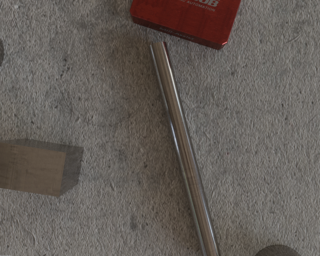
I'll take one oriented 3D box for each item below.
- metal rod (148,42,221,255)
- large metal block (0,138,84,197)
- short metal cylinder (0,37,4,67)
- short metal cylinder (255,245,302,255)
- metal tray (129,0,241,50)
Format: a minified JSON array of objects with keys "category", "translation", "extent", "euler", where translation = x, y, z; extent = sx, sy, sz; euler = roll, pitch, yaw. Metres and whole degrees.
[{"category":"metal rod","translation":[0.034,0.035,0.410],"extent":[0.025,0.025,0.298],"euler":[-14,90,0]},{"category":"large metal block","translation":[-0.147,0.045,0.381],"extent":[0.080,0.080,0.050],"euler":[9,90,0]},{"category":"short metal cylinder","translation":[-0.252,-0.102,0.395],"extent":[0.081,0.050,0.079],"euler":[0,90,0]},{"category":"short metal cylinder","translation":[0.161,0.200,0.399],"extent":[0.081,0.050,0.079],"euler":[0,90,0]},{"category":"metal tray","translation":[0.036,-0.167,0.408],"extent":[0.131,0.030,0.090],"euler":[18,90,0]}]
